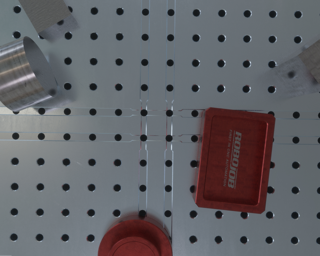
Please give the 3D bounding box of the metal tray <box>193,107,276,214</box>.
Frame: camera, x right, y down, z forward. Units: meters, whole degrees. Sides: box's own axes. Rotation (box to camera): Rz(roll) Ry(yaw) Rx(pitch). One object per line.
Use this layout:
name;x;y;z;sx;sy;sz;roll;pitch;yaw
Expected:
metal tray;0.097;0.042;0.411;0.091;0.030;0.129;6;90;0

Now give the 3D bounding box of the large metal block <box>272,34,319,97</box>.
large metal block;0.202;-0.086;0.388;0.080;0.080;0.050;-37;90;0

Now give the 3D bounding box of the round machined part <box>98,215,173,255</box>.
round machined part;-0.032;0.169;0.405;0.099;0.042;0.097;0;90;0

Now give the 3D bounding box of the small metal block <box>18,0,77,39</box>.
small metal block;-0.148;-0.156;0.412;0.050;0.025;0.050;-30;90;0

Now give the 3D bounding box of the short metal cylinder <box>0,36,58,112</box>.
short metal cylinder;-0.170;-0.066;0.384;0.050;0.080;0.080;-22;90;0
